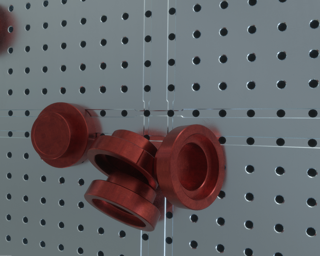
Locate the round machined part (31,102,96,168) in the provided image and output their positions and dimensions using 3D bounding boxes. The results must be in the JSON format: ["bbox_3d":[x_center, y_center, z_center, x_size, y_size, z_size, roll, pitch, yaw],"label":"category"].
[{"bbox_3d":[-0.149,0.010,0.457,0.098,0.042,0.097,0,90,20],"label":"round machined part"}]

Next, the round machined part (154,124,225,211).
[{"bbox_3d":[0.031,0.046,0.369,0.042,0.099,0.098,-7,88,46],"label":"round machined part"}]

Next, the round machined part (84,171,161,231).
[{"bbox_3d":[-0.044,0.091,0.400,0.098,0.098,0.042,16,60,19],"label":"round machined part"}]

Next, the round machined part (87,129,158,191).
[{"bbox_3d":[-0.040,0.038,0.399,0.098,0.098,0.042,16,59,19],"label":"round machined part"}]
